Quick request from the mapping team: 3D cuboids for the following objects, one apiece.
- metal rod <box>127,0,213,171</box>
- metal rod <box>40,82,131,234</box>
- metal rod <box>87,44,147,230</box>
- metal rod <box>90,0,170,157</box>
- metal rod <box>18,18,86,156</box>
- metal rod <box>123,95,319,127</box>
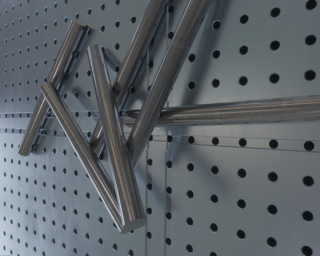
[{"bbox_3d":[0.017,-0.082,0.373,0.025,0.025,0.299,32,103,35],"label":"metal rod"},{"bbox_3d":[-0.120,0.029,0.476,0.300,0.025,0.025,51,120,31],"label":"metal rod"},{"bbox_3d":[-0.065,-0.013,0.408,0.025,0.025,0.300,-46,45,30],"label":"metal rod"},{"bbox_3d":[-0.049,-0.076,0.451,0.025,0.025,0.298,41,115,32],"label":"metal rod"},{"bbox_3d":[-0.210,-0.064,0.584,0.025,0.025,0.298,47,118,29],"label":"metal rod"},{"bbox_3d":[0.072,-0.016,0.350,0.300,0.025,0.025,-2,89,40],"label":"metal rod"}]
